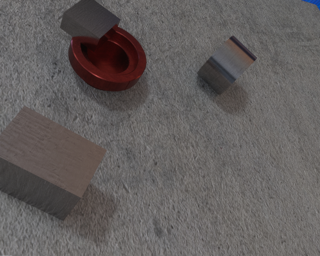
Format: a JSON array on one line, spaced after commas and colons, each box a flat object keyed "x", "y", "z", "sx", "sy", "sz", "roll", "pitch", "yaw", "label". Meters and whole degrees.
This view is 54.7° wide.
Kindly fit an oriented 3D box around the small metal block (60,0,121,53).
[{"x": -0.085, "y": -0.130, "z": 0.384, "sx": 0.050, "sy": 0.025, "sz": 0.050, "roll": 36, "pitch": 51, "yaw": -5, "label": "small metal block"}]

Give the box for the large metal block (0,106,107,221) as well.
[{"x": -0.107, "y": 0.037, "z": 0.289, "sx": 0.080, "sy": 0.080, "sz": 0.050, "roll": 30, "pitch": 52, "yaw": -10, "label": "large metal block"}]

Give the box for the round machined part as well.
[{"x": -0.071, "y": -0.088, "z": 0.410, "sx": 0.099, "sy": 0.042, "sz": 0.098, "roll": 14, "pitch": 56, "yaw": -21, "label": "round machined part"}]

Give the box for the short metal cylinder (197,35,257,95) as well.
[{"x": 0.105, "y": -0.097, "z": 0.487, "sx": 0.050, "sy": 0.080, "sz": 0.080, "roll": 45, "pitch": 51, "yaw": 2, "label": "short metal cylinder"}]
